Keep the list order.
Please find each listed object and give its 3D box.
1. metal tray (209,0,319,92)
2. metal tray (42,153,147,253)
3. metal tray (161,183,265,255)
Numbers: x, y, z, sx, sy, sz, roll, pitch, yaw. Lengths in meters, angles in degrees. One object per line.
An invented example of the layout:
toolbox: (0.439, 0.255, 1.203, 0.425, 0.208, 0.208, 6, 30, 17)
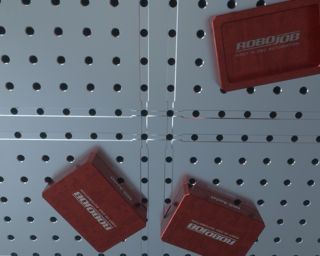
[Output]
metal tray: (0.131, -0.101, 0.374, 0.131, 0.030, 0.090, -11, 110, 4)
metal tray: (-0.092, 0.111, 0.451, 0.090, 0.030, 0.130, -35, 107, 11)
metal tray: (0.077, 0.147, 0.465, 0.131, 0.030, 0.090, 23, 108, -9)
